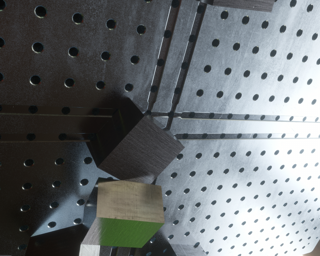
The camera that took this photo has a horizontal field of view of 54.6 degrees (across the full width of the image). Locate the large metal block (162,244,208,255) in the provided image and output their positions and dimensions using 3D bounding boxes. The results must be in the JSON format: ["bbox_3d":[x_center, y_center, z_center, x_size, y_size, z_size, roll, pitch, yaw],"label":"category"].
[{"bbox_3d":[0.041,0.268,0.582,0.080,0.050,0.080,19,109,-35],"label":"large metal block"}]

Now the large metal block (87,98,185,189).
[{"bbox_3d":[-0.030,0.023,0.392,0.080,0.050,0.080,-48,129,5],"label":"large metal block"}]

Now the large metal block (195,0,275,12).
[{"bbox_3d":[0.085,-0.174,0.333,0.081,0.050,0.079,-5,121,-26],"label":"large metal block"}]

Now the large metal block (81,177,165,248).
[{"bbox_3d":[-0.049,0.109,0.391,0.081,0.050,0.080,12,136,-20],"label":"large metal block"}]

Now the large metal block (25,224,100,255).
[{"bbox_3d":[-0.128,0.180,0.401,0.080,0.080,0.050,-17,129,9],"label":"large metal block"}]
